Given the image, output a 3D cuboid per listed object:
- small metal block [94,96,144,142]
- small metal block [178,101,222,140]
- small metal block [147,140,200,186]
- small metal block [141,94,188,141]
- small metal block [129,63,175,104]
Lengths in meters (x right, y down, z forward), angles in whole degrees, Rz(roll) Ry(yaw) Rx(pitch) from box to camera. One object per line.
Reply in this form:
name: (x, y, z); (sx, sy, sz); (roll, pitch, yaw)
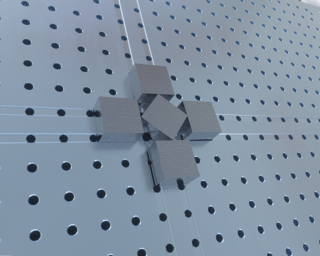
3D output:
small metal block: (-0.052, -0.010, 0.387); (0.050, 0.025, 0.050); (1, 61, -28)
small metal block: (0.055, -0.011, 0.446); (0.050, 0.025, 0.050); (0, 62, -29)
small metal block: (0.017, 0.043, 0.392); (0.050, 0.025, 0.050); (0, 62, -29)
small metal block: (0.002, -0.010, 0.416); (0.050, 0.025, 0.050); (36, 51, -5)
small metal block: (-0.012, -0.062, 0.441); (0.050, 0.025, 0.050); (-1, 62, -29)
